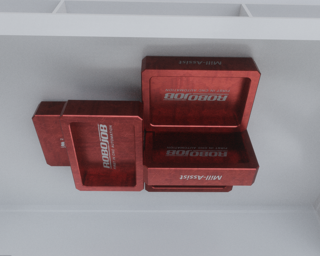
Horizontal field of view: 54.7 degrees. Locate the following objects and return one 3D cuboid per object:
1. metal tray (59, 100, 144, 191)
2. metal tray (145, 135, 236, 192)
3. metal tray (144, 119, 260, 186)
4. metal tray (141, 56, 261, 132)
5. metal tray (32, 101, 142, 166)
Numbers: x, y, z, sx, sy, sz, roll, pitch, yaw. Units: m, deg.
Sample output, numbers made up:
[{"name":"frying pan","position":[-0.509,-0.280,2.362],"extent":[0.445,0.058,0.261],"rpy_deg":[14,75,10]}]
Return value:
[{"name":"metal tray","position":[-0.065,0.027,0.385],"extent":[0.091,0.030,0.129],"rpy_deg":[1,130,-1]},{"name":"metal tray","position":[0.044,0.054,0.450],"extent":[0.131,0.030,0.089],"rpy_deg":[0,130,-1]},{"name":"metal tray","position":[0.047,0.028,0.387],"extent":[0.131,0.090,0.030],"rpy_deg":[1,130,-1]},{"name":"metal tray","position":[0.044,-0.038,0.372],"extent":[0.131,0.030,0.089],"rpy_deg":[0,130,-1]},{"name":"metal tray","position":[-0.089,0.010,0.409],"extent":[0.131,0.030,0.089],"rpy_deg":[0,130,-1]}]
